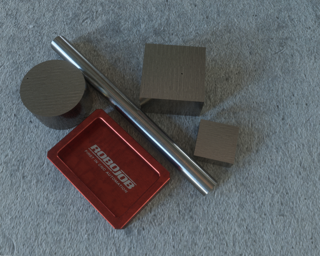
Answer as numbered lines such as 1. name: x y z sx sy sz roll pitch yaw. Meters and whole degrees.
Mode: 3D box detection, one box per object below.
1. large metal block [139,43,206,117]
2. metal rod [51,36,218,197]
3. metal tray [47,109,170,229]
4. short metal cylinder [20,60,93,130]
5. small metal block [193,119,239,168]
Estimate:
1. large metal block: 0.018 -0.064 0.420 0.081 0.050 0.080 4 70 1
2. metal rod: -0.043 -0.024 0.417 0.025 0.025 0.300 -43 76 -14
3. metal tray: -0.063 0.049 0.388 0.130 0.030 0.090 42 75 13
4. short metal cylinder: -0.134 -0.043 0.410 0.081 0.050 0.080 0 70 0
5. small metal block: 0.072 0.020 0.403 0.050 0.025 0.050 12 70 4
